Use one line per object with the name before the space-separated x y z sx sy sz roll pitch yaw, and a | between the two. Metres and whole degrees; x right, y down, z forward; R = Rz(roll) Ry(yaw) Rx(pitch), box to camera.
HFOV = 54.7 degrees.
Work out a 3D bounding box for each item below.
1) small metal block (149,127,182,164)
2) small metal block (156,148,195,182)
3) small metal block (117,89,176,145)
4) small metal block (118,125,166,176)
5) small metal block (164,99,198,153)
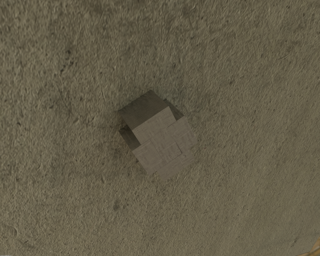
small metal block | -0.003 0.011 0.398 0.025 0.050 0.050 -35 129 -6
small metal block | 0.011 0.037 0.422 0.050 0.050 0.025 -34 129 -6
small metal block | -0.017 -0.015 0.375 0.050 0.050 0.025 -34 129 -6
small metal block | -0.023 0.025 0.395 0.025 0.050 0.050 -35 129 -6
small metal block | 0.018 -0.003 0.401 0.025 0.050 0.050 -35 129 -5
